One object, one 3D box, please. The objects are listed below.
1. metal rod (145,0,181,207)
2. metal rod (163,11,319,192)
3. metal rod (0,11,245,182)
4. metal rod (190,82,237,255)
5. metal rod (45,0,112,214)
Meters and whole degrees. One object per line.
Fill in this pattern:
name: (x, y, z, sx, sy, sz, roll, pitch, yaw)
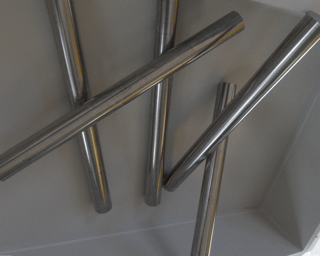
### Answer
metal rod: (0.000, -0.018, 0.396, 0.025, 0.025, 0.298, -10, 123, -23)
metal rod: (0.078, -0.005, 0.372, 0.025, 0.025, 0.298, 3, 141, -30)
metal rod: (-0.039, -0.038, 0.329, 0.301, 0.025, 0.025, -33, 129, -7)
metal rod: (0.068, 0.087, 0.419, 0.025, 0.025, 0.298, 11, 88, -33)
metal rod: (-0.086, -0.014, 0.352, 0.025, 0.025, 0.298, -16, 125, -19)
